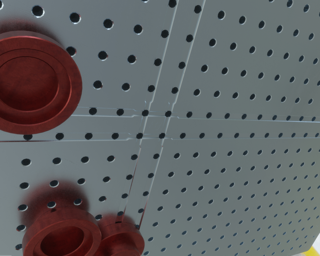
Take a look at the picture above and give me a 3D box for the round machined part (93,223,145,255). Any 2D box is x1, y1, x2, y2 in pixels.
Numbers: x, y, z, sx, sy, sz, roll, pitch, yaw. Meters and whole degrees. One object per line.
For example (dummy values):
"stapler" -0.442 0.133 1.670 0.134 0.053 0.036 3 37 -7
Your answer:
"round machined part" -0.069 0.201 0.489 0.099 0.042 0.097 -14 124 -21

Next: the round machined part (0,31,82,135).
"round machined part" -0.130 -0.046 0.302 0.099 0.042 0.097 -14 125 -21

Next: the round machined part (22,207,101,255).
"round machined part" -0.133 0.146 0.419 0.099 0.042 0.097 -14 125 -21
